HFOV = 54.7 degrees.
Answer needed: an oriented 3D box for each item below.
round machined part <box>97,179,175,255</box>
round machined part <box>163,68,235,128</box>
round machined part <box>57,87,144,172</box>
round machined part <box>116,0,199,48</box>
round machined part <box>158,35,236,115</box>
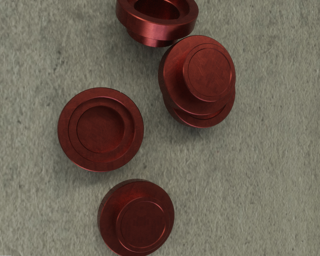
[{"bbox_3d":[-0.027,0.116,0.391,0.099,0.042,0.097,0,90,-21],"label":"round machined part"},{"bbox_3d":[0.049,-0.049,0.419,0.099,0.042,0.097,0,90,-21],"label":"round machined part"},{"bbox_3d":[-0.072,0.002,0.374,0.099,0.042,0.097,0,90,-21],"label":"round machined part"},{"bbox_3d":[-0.005,-0.137,0.382,0.099,0.042,0.098,7,49,-8],"label":"round machined part"},{"bbox_3d":[0.051,-0.064,0.375,0.099,0.042,0.097,0,91,-20],"label":"round machined part"}]
